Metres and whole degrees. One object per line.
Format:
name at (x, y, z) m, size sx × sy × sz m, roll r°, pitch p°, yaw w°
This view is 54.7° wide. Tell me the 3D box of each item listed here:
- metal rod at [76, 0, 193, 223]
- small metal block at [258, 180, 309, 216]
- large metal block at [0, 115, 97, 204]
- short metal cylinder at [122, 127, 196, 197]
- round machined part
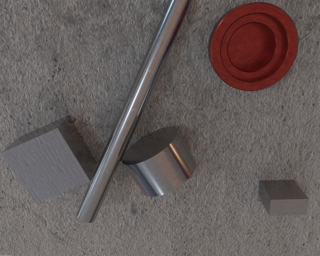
metal rod at (-0.034, -0.019, 0.377) m, size 0.025 × 0.025 × 0.298 m, roll 23°, pitch 99°, yaw -9°
small metal block at (0.171, 0.097, 0.435) m, size 0.050 × 0.050 × 0.025 m, roll -1°, pitch 110°, yaw 0°
large metal block at (-0.142, 0.041, 0.410) m, size 0.080 × 0.050 × 0.080 m, roll -23°, pitch 109°, yaw 8°
short metal cylinder at (-0.001, 0.041, 0.396) m, size 0.080 × 0.080 × 0.050 m, roll -27°, pitch 108°, yaw 9°
round machined part at (0.106, -0.096, 0.367) m, size 0.099 × 0.042 × 0.097 m, roll 0°, pitch 110°, yaw -1°
